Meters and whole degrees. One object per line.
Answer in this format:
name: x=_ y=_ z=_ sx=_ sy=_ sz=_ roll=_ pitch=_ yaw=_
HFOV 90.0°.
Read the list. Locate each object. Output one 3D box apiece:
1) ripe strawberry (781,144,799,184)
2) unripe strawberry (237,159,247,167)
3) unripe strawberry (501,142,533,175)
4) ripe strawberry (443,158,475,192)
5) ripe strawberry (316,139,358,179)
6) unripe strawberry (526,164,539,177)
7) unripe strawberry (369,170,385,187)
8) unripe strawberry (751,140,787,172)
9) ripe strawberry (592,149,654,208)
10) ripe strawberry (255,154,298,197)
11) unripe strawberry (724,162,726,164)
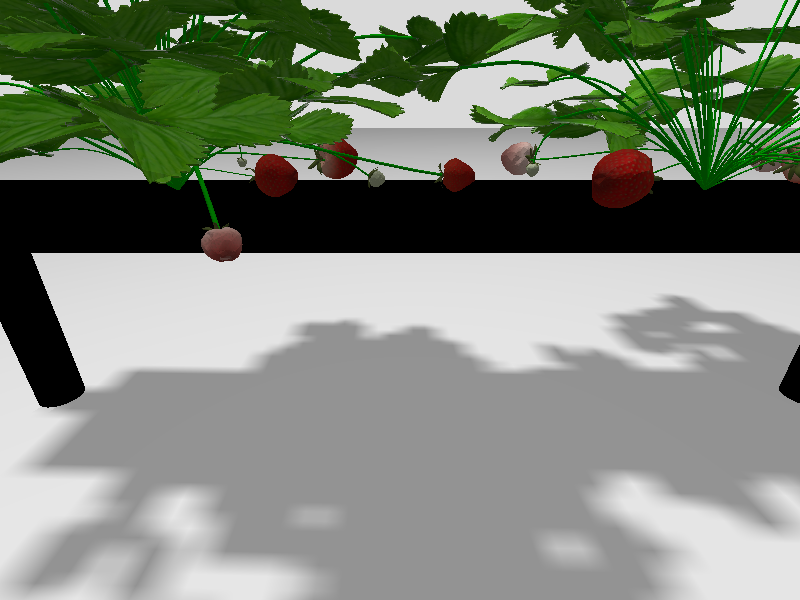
ripe strawberry: x=0.385 y=-0.129 z=0.374 sx=0.041 sy=0.040 sz=0.038 roll=-8 pitch=26 yaw=-18
unripe strawberry: x=-0.186 y=-0.162 z=0.473 sx=0.011 sy=0.010 sz=0.010 roll=1 pitch=25 yaw=1
unripe strawberry: x=0.123 y=-0.149 z=0.422 sx=0.032 sy=0.033 sz=0.029 roll=16 pitch=29 yaw=32
ripe strawberry: x=0.049 y=-0.104 z=0.333 sx=0.027 sy=0.026 sz=0.025 roll=1 pitch=25 yaw=1
ripe strawberry: x=-0.063 y=-0.146 z=0.411 sx=0.042 sy=0.041 sz=0.039 roll=-15 pitch=29 yaw=-30
unripe strawberry: x=0.117 y=-0.115 z=0.354 sx=0.011 sy=0.011 sz=0.011 roll=3 pitch=25 yaw=7
unripe strawberry: x=-0.020 y=-0.106 z=0.349 sx=0.014 sy=0.015 sz=0.013 roll=11 pitch=23 yaw=-9
unripe strawberry: x=0.419 y=-0.164 z=0.455 sx=0.036 sy=0.035 sz=0.033 roll=-18 pitch=30 yaw=-36
ripe strawberry: x=0.148 y=-0.081 z=0.272 sx=0.040 sy=0.040 sz=0.037 roll=-15 pitch=29 yaw=-28
ripe strawberry: x=-0.095 y=-0.097 z=0.313 sx=0.033 sy=0.032 sz=0.031 roll=7 pitch=26 yaw=13
unripe strawberry: x=0.357 y=-0.144 z=0.434 sx=0.013 sy=0.011 sz=0.011 roll=21 pitch=32 yaw=38
